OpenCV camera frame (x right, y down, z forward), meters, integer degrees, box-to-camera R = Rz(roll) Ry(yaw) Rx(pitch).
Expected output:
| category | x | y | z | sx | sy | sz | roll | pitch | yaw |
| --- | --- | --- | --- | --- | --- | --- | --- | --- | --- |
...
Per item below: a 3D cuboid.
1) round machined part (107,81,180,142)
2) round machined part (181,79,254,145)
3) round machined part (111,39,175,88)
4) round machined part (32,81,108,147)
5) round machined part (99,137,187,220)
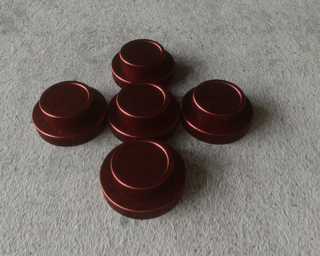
| category | x | y | z | sx | sy | sz | roll | pitch | yaw |
| --- | --- | --- | --- | --- | --- | --- | --- | --- | --- |
| round machined part | -0.022 | -0.026 | 0.415 | 0.099 | 0.042 | 0.098 | 0 | 50 | 0 |
| round machined part | 0.077 | -0.028 | 0.419 | 0.099 | 0.042 | 0.098 | 0 | 50 | 0 |
| round machined part | -0.026 | -0.101 | 0.478 | 0.099 | 0.042 | 0.098 | 0 | 50 | 0 |
| round machined part | -0.120 | -0.026 | 0.414 | 0.099 | 0.042 | 0.098 | 0 | 50 | 0 |
| round machined part | -0.019 | 0.049 | 0.352 | 0.099 | 0.042 | 0.098 | 0 | 50 | 0 |
